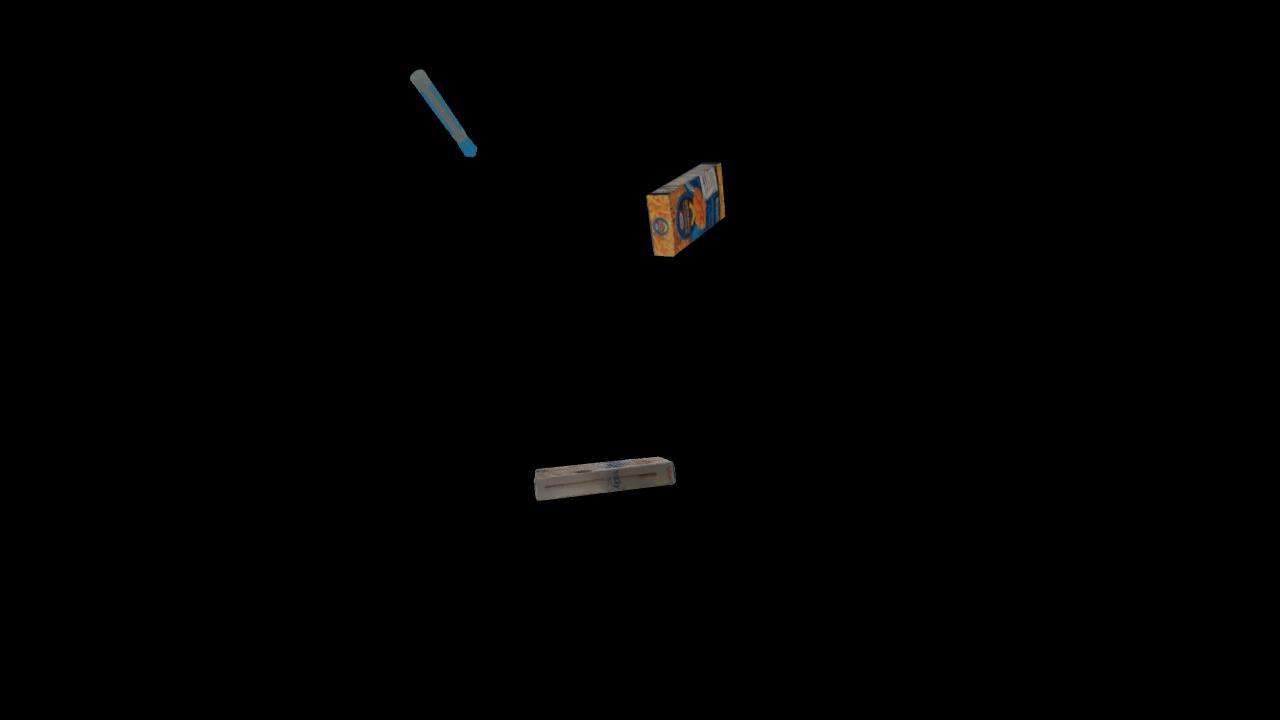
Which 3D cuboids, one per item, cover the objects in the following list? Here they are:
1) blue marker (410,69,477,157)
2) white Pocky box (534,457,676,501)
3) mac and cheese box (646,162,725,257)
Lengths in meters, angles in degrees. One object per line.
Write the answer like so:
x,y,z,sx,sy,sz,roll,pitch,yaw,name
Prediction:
-0.231,-0.290,0.736,0.020,0.020,0.121,0,-28,19,blue marker
-0.043,0.134,0.704,0.154,0.028,0.084,-5,-3,-9,white Pocky box
0.074,-0.232,0.935,0.041,0.093,0.184,11,35,29,mac and cheese box
